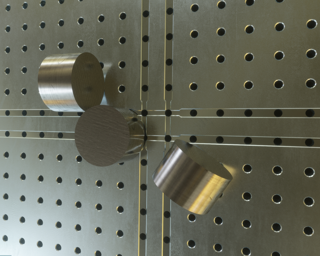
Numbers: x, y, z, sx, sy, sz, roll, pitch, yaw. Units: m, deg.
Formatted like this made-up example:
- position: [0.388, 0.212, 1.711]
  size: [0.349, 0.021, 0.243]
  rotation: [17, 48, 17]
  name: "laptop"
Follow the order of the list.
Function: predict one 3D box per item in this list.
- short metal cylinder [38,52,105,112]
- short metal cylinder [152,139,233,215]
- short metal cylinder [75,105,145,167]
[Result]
- position: [-0.118, -0.062, 0.424]
  size: [0.050, 0.080, 0.079]
  rotation: [2, 91, 20]
  name: "short metal cylinder"
- position: [0.038, 0.057, 0.369]
  size: [0.080, 0.080, 0.050]
  rotation: [36, 102, 16]
  name: "short metal cylinder"
- position: [-0.067, 0.010, 0.422]
  size: [0.080, 0.050, 0.079]
  rotation: [0, 90, 19]
  name: "short metal cylinder"
